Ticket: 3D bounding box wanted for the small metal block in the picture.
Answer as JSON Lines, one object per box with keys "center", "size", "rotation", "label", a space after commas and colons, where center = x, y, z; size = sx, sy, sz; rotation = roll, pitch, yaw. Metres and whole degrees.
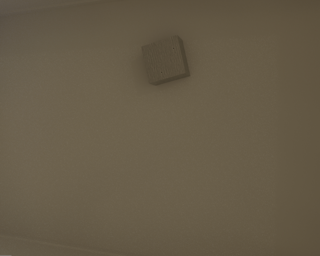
{"center": [0.008, -0.088, 0.407], "size": [0.050, 0.025, 0.050], "rotation": [-13, 86, 19], "label": "small metal block"}
